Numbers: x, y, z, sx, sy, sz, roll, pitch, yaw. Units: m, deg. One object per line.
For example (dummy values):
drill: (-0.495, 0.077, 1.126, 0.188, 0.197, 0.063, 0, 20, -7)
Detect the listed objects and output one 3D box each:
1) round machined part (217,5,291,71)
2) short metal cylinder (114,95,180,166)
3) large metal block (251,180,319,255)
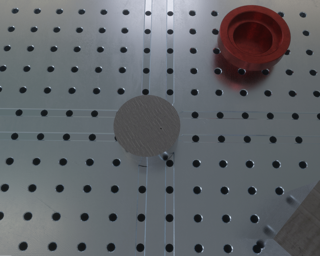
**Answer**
round machined part: (0.132, -0.125, 0.449, 0.099, 0.042, 0.098, 0, 70, 0)
short metal cylinder: (-0.016, 0.004, 0.397, 0.081, 0.050, 0.080, 0, 70, 0)
large metal block: (0.156, 0.111, 0.343, 0.050, 0.080, 0.080, 42, 75, 13)
